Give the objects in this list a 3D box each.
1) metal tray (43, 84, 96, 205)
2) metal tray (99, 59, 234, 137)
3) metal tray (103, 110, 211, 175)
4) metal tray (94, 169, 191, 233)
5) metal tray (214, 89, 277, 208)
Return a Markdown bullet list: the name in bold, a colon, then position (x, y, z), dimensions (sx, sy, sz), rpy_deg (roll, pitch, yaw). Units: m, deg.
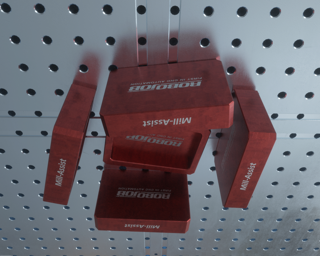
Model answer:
- **metal tray**: position (-0.113, 0.022, 0.387), dimensions (0.030, 0.090, 0.129), rpy_deg (14, 129, -11)
- **metal tray**: position (0.007, -0.035, 0.338), dimensions (0.131, 0.090, 0.030), rpy_deg (-5, 130, 4)
- **metal tray**: position (-0.007, 0.016, 0.421), dimensions (0.131, 0.030, 0.089), rpy_deg (8, 130, -8)
- **metal tray**: position (-0.024, 0.106, 0.459), dimensions (0.131, 0.090, 0.030), rpy_deg (3, 130, -2)
- **metal tray**: position (0.101, 0.028, 0.393), dimensions (0.030, 0.090, 0.129), rpy_deg (3, 130, -3)
